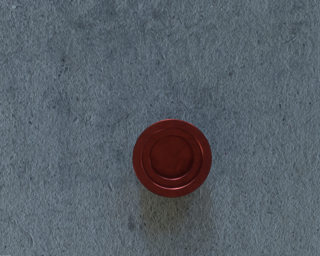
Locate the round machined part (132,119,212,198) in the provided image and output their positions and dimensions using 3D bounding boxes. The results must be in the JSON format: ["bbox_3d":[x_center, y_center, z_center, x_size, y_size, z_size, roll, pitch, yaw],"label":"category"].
[{"bbox_3d":[0.015,0.037,0.403,0.099,0.042,0.097,0,90,-1],"label":"round machined part"}]
